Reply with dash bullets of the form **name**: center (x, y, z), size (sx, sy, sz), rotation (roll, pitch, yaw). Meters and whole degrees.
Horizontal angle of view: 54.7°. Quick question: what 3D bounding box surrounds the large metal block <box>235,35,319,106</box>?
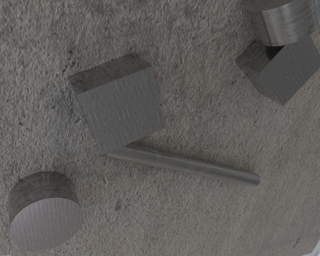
- **large metal block**: center (0.164, -0.090, 0.425), size (0.080, 0.050, 0.080), rotation (-48, 129, 5)

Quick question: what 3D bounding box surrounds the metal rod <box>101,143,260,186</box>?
- **metal rod**: center (0.051, 0.058, 0.470), size (0.302, 0.025, 0.025), rotation (16, 110, -35)

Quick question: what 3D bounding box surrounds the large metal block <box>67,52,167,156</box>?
- **large metal block**: center (-0.046, -0.028, 0.348), size (0.081, 0.050, 0.080), rotation (-24, 127, -14)

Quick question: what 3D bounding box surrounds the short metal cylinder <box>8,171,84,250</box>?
- **short metal cylinder**: center (-0.139, 0.100, 0.377), size (0.081, 0.050, 0.079), rotation (-14, 124, -21)

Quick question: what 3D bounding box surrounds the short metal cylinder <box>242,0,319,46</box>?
- **short metal cylinder**: center (0.143, -0.142, 0.362), size (0.080, 0.080, 0.050), rotation (-40, 130, -1)
